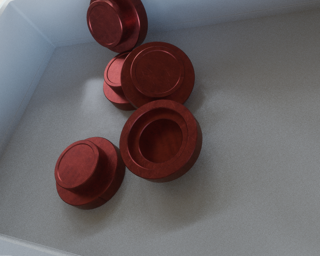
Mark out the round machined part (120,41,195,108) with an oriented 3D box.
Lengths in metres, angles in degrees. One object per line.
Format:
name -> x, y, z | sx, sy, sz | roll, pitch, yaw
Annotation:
round machined part -> -0.003, -0.068, 0.407 | 0.099, 0.042, 0.097 | 0, 82, -2

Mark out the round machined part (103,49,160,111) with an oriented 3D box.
round machined part -> -0.044, -0.078, 0.464 | 0.098, 0.042, 0.098 | -13, 57, 21

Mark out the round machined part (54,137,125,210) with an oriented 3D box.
round machined part -> -0.099, 0.055, 0.411 | 0.098, 0.042, 0.098 | -13, 56, 20

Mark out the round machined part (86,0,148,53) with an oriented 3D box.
round machined part -> -0.070, -0.159, 0.461 | 0.098, 0.097, 0.042 | 12, 36, 33

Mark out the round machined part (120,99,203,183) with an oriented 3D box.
round machined part -> 0.004, 0.018, 0.375 | 0.098, 0.042, 0.098 | -9, 66, 21
